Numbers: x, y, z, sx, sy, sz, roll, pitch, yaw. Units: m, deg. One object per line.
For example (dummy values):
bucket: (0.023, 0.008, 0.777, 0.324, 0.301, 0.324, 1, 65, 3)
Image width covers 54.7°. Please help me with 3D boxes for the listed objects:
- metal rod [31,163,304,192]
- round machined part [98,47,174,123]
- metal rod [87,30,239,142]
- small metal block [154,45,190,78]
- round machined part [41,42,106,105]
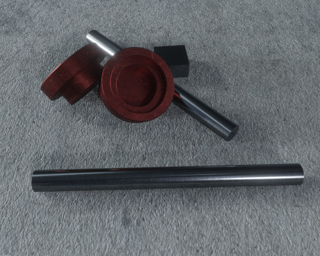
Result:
metal rod: (0.010, 0.057, 0.355, 0.302, 0.025, 0.025, -1, 50, -1)
round machined part: (-0.034, -0.055, 0.417, 0.099, 0.042, 0.097, 2, 85, -22)
metal rod: (-0.011, -0.075, 0.466, 0.025, 0.025, 0.300, -37, 59, -27)
small metal block: (0.017, -0.105, 0.492, 0.050, 0.025, 0.050, -4, 50, -4)
round machined part: (-0.110, -0.069, 0.426, 0.042, 0.098, 0.098, 49, 58, -10)
